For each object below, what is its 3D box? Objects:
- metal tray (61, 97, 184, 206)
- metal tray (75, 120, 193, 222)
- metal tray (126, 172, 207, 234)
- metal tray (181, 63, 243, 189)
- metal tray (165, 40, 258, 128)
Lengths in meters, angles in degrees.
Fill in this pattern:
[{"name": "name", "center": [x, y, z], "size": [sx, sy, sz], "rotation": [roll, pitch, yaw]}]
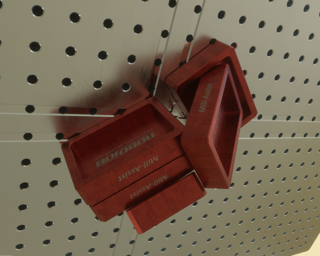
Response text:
[{"name": "metal tray", "center": [-0.041, 0.021, 0.360], "size": [0.131, 0.090, 0.030], "rotation": [-29, 129, -11]}, {"name": "metal tray", "center": [-0.031, 0.044, 0.378], "size": [0.131, 0.090, 0.030], "rotation": [-29, 129, -11]}, {"name": "metal tray", "center": [0.000, 0.092, 0.410], "size": [0.090, 0.130, 0.030], "rotation": [-28, 87, -10]}, {"name": "metal tray", "center": [0.069, -0.004, 0.375], "size": [0.090, 0.030, 0.130], "rotation": [61, 37, -39]}, {"name": "metal tray", "center": [0.075, -0.041, 0.424], "size": [0.090, 0.030, 0.130], "rotation": [-38, 130, -3]}]
